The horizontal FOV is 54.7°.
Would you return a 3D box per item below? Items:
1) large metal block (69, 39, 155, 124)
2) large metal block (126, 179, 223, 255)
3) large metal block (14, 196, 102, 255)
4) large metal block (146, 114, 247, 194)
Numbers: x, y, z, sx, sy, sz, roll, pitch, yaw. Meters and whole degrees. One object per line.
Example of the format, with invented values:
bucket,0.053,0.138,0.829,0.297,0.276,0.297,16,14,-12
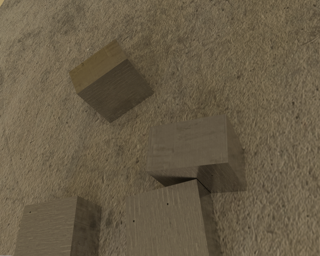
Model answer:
large metal block,-0.068,-0.065,0.444,0.080,0.080,0.050,-34,51,6
large metal block,0.014,0.107,0.315,0.080,0.050,0.080,-18,55,18
large metal block,-0.121,0.133,0.370,0.080,0.050,0.080,-14,56,20
large metal block,0.041,0.033,0.327,0.080,0.080,0.050,-10,58,23
